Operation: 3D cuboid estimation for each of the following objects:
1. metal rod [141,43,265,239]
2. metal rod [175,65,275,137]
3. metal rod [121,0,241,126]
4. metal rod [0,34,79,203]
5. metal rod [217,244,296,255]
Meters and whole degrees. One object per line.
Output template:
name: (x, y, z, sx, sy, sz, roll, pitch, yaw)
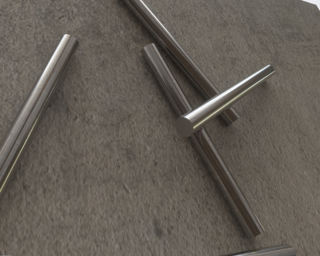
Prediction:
metal rod: (0.052, 0.007, 0.429, 0.025, 0.025, 0.299, -17, 71, -35)
metal rod: (0.115, -0.054, 0.470, 0.025, 0.025, 0.302, 51, 42, 7)
metal rod: (0.021, -0.126, 0.493, 0.025, 0.025, 0.300, -33, 80, -38)
metal rod: (-0.145, 0.006, 0.322, 0.025, 0.025, 0.300, 23, 53, -15)
metal rod: (0.029, 0.154, 0.326, 0.303, 0.025, 0.025, 3, 61, -27)
